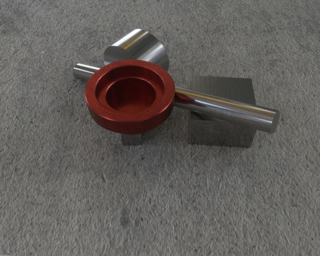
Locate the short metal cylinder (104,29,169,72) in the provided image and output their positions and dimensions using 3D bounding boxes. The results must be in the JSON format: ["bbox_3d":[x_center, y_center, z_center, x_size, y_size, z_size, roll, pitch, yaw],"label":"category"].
[{"bbox_3d":[-0.034,-0.094,0.448,0.080,0.080,0.050,30,56,22],"label":"short metal cylinder"}]

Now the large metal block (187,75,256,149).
[{"bbox_3d":[0.079,-0.022,0.408,0.080,0.050,0.080,4,50,2],"label":"large metal block"}]

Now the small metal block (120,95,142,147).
[{"bbox_3d":[-0.037,-0.011,0.398,0.025,0.050,0.050,-2,50,-2],"label":"small metal block"}]

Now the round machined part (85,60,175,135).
[{"bbox_3d":[-0.033,-0.031,0.355,0.099,0.042,0.098,0,51,0],"label":"round machined part"}]

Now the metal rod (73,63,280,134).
[{"bbox_3d":[-0.003,-0.046,0.395,0.300,0.025,0.025,19,51,32],"label":"metal rod"}]
